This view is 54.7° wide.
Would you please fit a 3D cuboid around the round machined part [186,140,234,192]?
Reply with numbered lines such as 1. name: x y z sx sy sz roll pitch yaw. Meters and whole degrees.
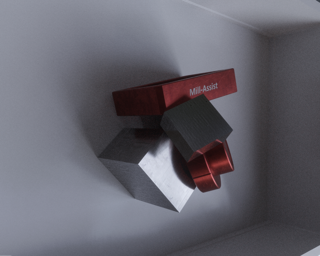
1. round machined part: 0.058 0.024 0.369 0.098 0.042 0.097 -19 90 -76

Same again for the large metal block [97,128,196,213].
1. large metal block: -0.012 0.046 0.361 0.050 0.080 0.080 -52 121 -28

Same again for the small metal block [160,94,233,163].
1. small metal block: 0.036 -0.001 0.317 0.050 0.025 0.050 -27 69 -24

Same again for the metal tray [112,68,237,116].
1. metal tray: 0.020 -0.045 0.380 0.131 0.090 0.030 -19 103 -39

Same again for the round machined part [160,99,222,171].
1. round machined part: 0.038 0.009 0.430 0.099 0.042 0.097 0 90 -40
